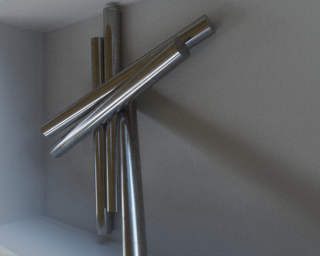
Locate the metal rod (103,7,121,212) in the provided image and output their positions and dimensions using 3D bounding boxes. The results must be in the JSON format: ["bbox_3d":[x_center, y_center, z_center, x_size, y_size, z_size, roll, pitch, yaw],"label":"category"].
[{"bbox_3d":[-0.069,-0.028,0.461,0.025,0.025,0.298,-2,89,39],"label":"metal rod"}]

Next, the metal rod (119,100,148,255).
[{"bbox_3d":[-0.032,0.076,0.350,0.025,0.025,0.300,-40,41,32],"label":"metal rod"}]

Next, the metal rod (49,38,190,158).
[{"bbox_3d":[-0.075,-0.024,0.428,0.299,0.025,0.025,-32,70,38],"label":"metal rod"}]

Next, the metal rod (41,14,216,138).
[{"bbox_3d":[-0.060,-0.058,0.426,0.300,0.025,0.025,-28,73,27],"label":"metal rod"}]

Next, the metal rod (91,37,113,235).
[{"bbox_3d":[-0.090,0.011,0.478,0.025,0.025,0.298,-3,88,39],"label":"metal rod"}]
